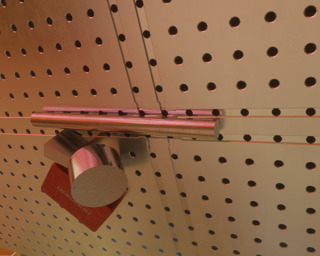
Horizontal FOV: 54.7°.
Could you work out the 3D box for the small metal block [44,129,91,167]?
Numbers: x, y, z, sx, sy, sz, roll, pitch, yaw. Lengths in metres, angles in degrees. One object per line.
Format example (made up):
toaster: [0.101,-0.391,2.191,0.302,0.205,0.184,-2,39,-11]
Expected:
small metal block: [-0.146,0.032,0.489,0.050,0.050,0.025,24,127,13]

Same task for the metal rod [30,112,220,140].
metal rod: [-0.066,-0.006,0.440,0.301,0.025,0.025,3,120,26]

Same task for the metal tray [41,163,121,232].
metal tray: [-0.144,0.119,0.555,0.130,0.030,0.089,39,129,1]

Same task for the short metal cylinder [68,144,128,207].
short metal cylinder: [-0.093,0.071,0.459,0.081,0.050,0.079,-11,126,-15]
